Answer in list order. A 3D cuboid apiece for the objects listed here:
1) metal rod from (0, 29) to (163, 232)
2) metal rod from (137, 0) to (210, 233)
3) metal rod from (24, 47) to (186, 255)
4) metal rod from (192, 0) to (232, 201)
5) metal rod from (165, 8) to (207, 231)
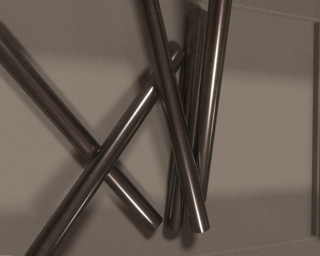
[{"bbox_3d":[-0.097,0.012,0.375,0.025,0.025,0.300,-42,104,-15],"label":"metal rod"},{"bbox_3d":[0.019,-0.011,0.385,0.025,0.025,0.298,-17,99,-20],"label":"metal rod"},{"bbox_3d":[-0.052,0.017,0.368,0.025,0.025,0.300,39,69,-16],"label":"metal rod"},{"bbox_3d":[0.060,-0.038,0.375,0.025,0.025,0.298,-6,115,-20],"label":"metal rod"},{"bbox_3d":[0.036,-0.013,0.425,0.025,0.025,0.298,7,88,-20],"label":"metal rod"}]
